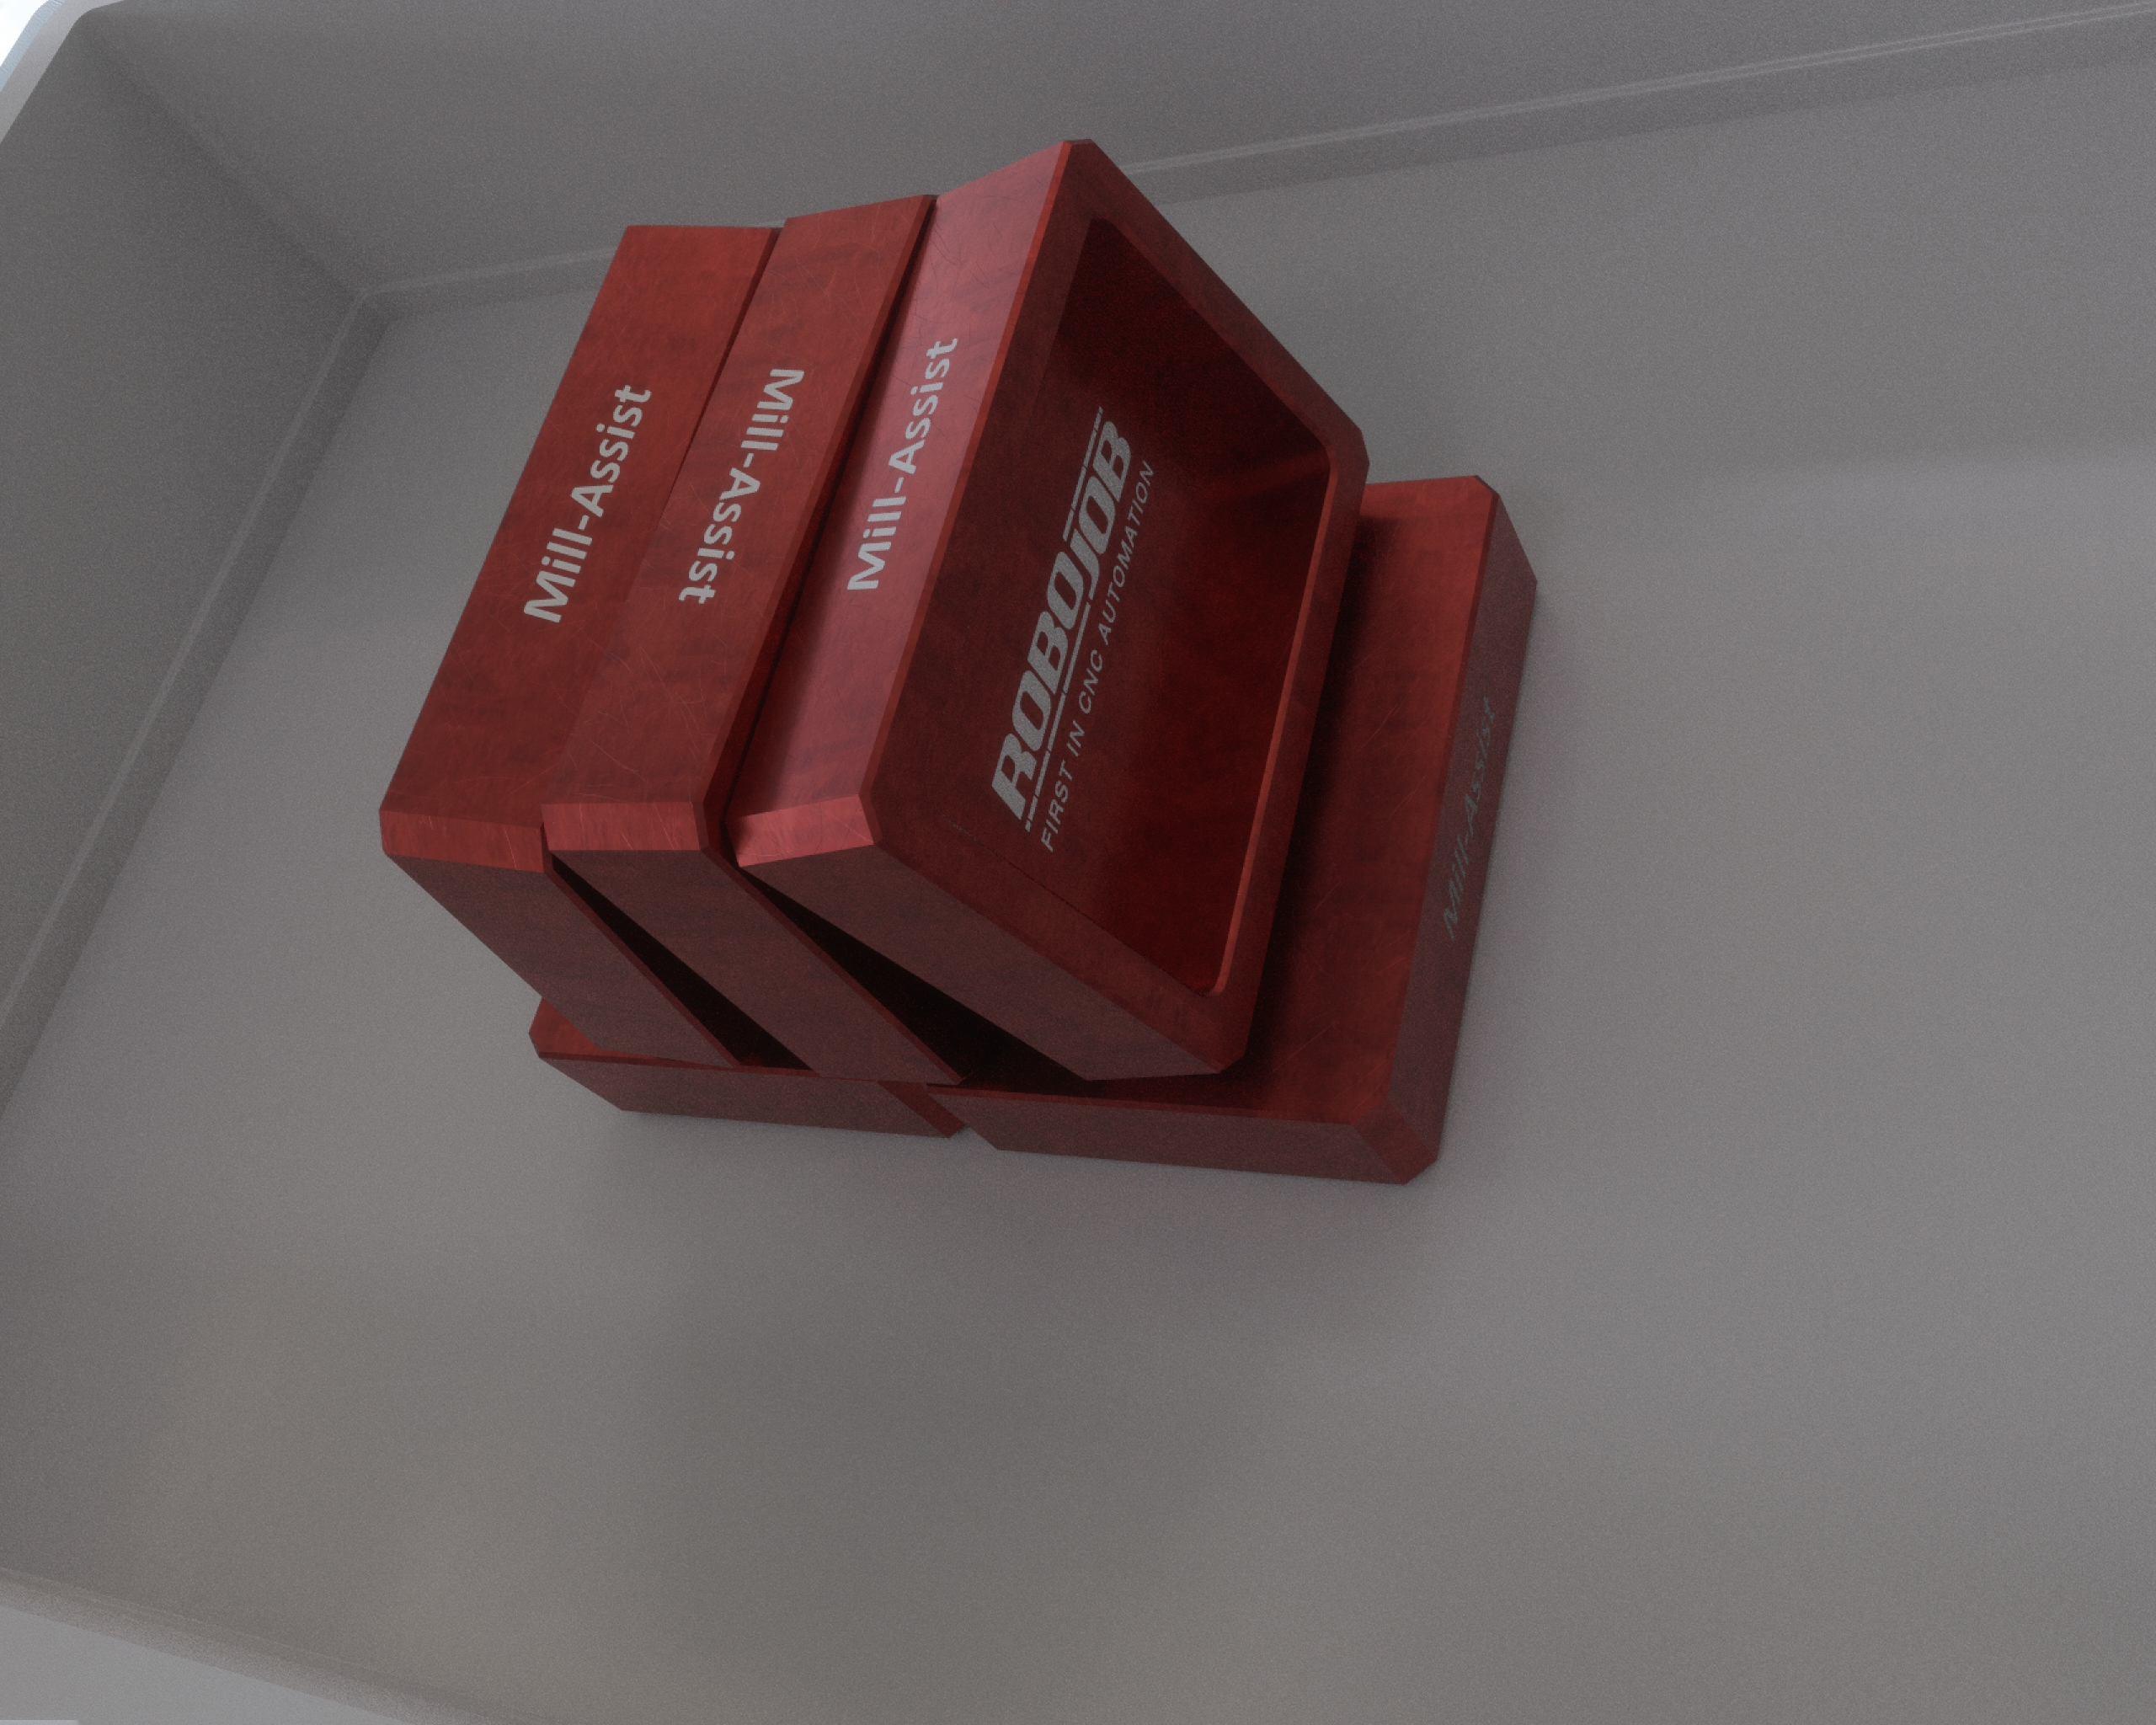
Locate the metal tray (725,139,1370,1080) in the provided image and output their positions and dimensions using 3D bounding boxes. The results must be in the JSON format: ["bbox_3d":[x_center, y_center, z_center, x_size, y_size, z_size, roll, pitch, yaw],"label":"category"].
[{"bbox_3d":[0.002,-0.040,0.344,0.030,0.090,0.130,-9,57,41],"label":"metal tray"}]

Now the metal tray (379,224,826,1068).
[{"bbox_3d":[-0.071,-0.039,0.381,0.030,0.090,0.130,6,64,17],"label":"metal tray"}]

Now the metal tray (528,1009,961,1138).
[{"bbox_3d":[-0.051,-0.011,0.433,0.090,0.030,0.130,1,62,28],"label":"metal tray"}]

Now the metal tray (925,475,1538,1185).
[{"bbox_3d":[0.030,-0.009,0.391,0.090,0.030,0.130,1,62,28],"label":"metal tray"}]

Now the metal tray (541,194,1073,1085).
[{"bbox_3d":[-0.034,-0.038,0.363,0.030,0.090,0.130,0,60,28],"label":"metal tray"}]
